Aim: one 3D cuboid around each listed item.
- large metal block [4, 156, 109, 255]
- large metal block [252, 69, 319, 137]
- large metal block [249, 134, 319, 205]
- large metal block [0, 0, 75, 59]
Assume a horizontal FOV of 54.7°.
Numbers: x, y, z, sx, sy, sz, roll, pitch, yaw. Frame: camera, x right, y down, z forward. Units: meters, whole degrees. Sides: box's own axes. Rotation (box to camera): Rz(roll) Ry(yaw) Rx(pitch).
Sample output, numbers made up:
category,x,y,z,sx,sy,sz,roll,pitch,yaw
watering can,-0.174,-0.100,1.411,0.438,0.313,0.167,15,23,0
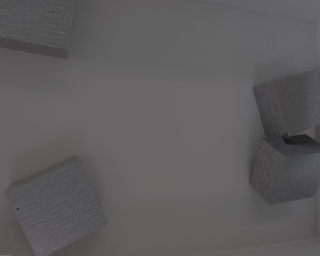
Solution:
category,x,y,z,sx,sy,sz,roll,pitch,yaw
large metal block,-0.116,0.086,0.355,0.081,0.050,0.080,-25,98,-18
large metal block,0.198,-0.037,0.470,0.081,0.050,0.080,-19,96,-19
large metal block,0.187,0.059,0.450,0.081,0.050,0.079,-4,118,-20
large metal block,-0.140,-0.128,0.345,0.081,0.050,0.080,7,88,-20
